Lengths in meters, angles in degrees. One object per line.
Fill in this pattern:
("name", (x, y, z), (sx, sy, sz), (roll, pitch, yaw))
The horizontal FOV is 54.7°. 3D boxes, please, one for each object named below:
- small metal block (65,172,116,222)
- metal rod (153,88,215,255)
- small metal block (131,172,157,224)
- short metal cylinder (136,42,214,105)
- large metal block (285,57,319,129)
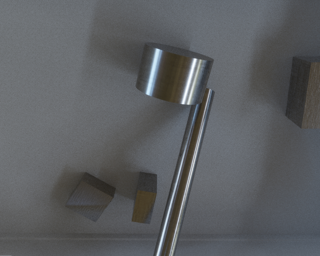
("small metal block", (-0.100, 0.100, 0.447), (0.050, 0.025, 0.050), (32, 107, -12))
("metal rod", (0.020, 0.095, 0.378), (0.025, 0.025, 0.299), (16, 83, -6))
("small metal block", (-0.021, 0.097, 0.433), (0.025, 0.050, 0.050), (11, 110, -4))
("short metal cylinder", (0.016, -0.064, 0.359), (0.081, 0.080, 0.050), (12, 110, -5))
("large metal block", (0.210, -0.046, 0.384), (0.081, 0.050, 0.079), (-1, 110, 0))
